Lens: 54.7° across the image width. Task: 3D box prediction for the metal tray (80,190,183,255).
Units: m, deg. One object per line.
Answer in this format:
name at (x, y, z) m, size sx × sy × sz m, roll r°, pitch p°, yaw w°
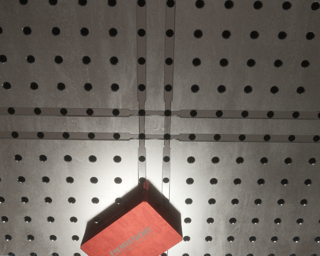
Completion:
metal tray at (-0.042, 0.165, 0.471) m, size 0.130 × 0.030 × 0.090 m, roll -38°, pitch 106°, yaw 12°
